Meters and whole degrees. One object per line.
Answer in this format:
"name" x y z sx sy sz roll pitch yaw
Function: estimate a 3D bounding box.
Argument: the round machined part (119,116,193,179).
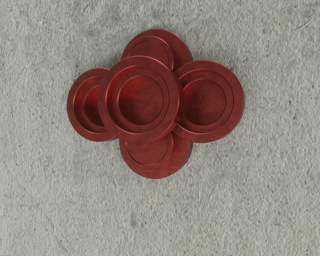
"round machined part" -0.010 0.018 0.403 0.098 0.042 0.097 0 90 19

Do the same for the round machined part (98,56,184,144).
"round machined part" -0.019 -0.031 0.362 0.098 0.042 0.097 0 90 19

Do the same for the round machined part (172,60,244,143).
"round machined part" 0.054 -0.031 0.381 0.098 0.042 0.097 0 90 19

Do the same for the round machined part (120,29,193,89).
"round machined part" -0.009 -0.081 0.403 0.098 0.042 0.097 0 90 19

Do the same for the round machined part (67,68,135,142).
"round machined part" -0.074 -0.030 0.426 0.098 0.042 0.097 0 90 19
